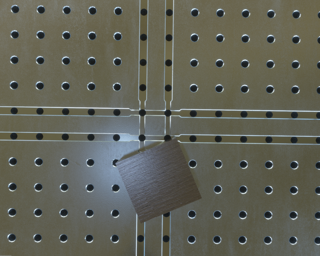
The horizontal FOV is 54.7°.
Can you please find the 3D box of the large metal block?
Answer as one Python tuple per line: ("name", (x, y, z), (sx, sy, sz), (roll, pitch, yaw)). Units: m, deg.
("large metal block", (-0.002, 0.064, 0.401), (0.080, 0.050, 0.080), (-23, 90, -1))
